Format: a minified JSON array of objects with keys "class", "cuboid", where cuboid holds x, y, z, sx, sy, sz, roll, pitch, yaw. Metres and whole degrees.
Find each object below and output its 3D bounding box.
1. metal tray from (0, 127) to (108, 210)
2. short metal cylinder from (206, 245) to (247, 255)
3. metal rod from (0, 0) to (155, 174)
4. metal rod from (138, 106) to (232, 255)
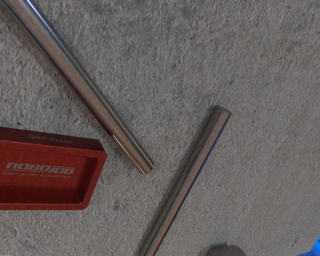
[{"class":"metal tray","cuboid":[-0.138,0.051,0.360,0.131,0.030,0.089,10,113,-33]},{"class":"short metal cylinder","cuboid":[0.135,0.281,0.622,0.050,0.080,0.079,1,118,-29]},{"class":"metal rod","cuboid":[-0.082,-0.043,0.336,0.025,0.025,0.299,-36,130,-4]},{"class":"metal rod","cuboid":[0.032,0.102,0.489,0.025,0.025,0.298,12,112,-34]}]
